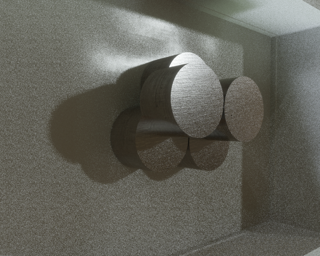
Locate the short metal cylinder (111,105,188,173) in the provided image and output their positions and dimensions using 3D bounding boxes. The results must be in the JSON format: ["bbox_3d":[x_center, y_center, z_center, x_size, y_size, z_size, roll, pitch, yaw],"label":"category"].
[{"bbox_3d":[-0.012,0.012,0.378,0.081,0.050,0.080,0,90,-40],"label":"short metal cylinder"}]

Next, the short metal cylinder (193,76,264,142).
[{"bbox_3d":[0.088,-0.023,0.395,0.081,0.050,0.080,0,90,-40],"label":"short metal cylinder"}]

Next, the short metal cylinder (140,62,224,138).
[{"bbox_3d":[0.025,-0.029,0.344,0.081,0.050,0.080,0,90,-40],"label":"short metal cylinder"}]

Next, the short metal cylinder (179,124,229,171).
[{"bbox_3d":[0.051,0.017,0.431,0.081,0.050,0.080,0,90,-40],"label":"short metal cylinder"}]

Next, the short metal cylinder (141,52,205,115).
[{"bbox_3d":[0.023,-0.055,0.407,0.081,0.050,0.080,0,90,-40],"label":"short metal cylinder"}]
